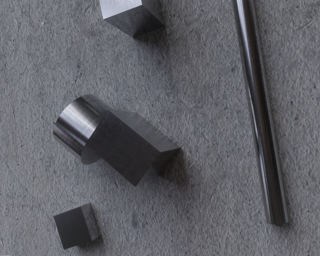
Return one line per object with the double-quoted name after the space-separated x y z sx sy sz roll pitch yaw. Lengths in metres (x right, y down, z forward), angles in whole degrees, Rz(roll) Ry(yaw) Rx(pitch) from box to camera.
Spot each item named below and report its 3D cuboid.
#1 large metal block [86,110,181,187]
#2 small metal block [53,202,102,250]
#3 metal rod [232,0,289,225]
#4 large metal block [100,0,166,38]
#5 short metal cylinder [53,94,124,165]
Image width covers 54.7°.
-0.030 0.022 0.390 0.080 0.080 0.050 38 102 16 "large metal block"
-0.120 0.142 0.451 0.050 0.025 0.050 -23 83 18 "small metal block"
0.116 -0.039 0.368 0.025 0.025 0.298 -9 87 20 "metal rod"
-0.037 -0.171 0.393 0.050 0.080 0.080 -13 86 19 "large metal block"
-0.092 0.002 0.412 0.050 0.080 0.080 37 102 16 "short metal cylinder"
